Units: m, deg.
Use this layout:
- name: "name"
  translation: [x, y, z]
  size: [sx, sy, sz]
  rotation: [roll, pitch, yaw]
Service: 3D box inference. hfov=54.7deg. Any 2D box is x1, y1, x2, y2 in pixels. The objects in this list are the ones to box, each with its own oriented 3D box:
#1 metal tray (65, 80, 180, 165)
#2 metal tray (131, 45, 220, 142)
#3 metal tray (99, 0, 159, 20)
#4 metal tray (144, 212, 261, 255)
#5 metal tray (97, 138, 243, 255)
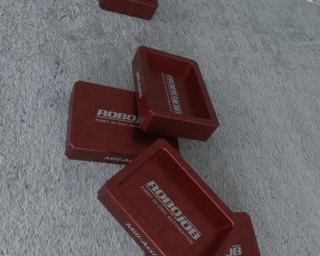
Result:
- name: "metal tray"
  translation: [-0.043, -0.002, 0.378]
  size: [0.131, 0.030, 0.090]
  rotation: [9, 58, -23]
- name: "metal tray"
  translation: [0.016, -0.047, 0.397]
  size: [0.091, 0.030, 0.130]
  rotation: [10, 45, -23]
- name: "metal tray"
  translation: [-0.058, -0.246, 0.518]
  size: [0.091, 0.030, 0.130]
  rotation: [4, 60, -26]
- name: "metal tray"
  translation: [0.050, 0.143, 0.340]
  size: [0.131, 0.030, 0.090]
  rotation: [5, 60, -26]
- name: "metal tray"
  translation: [0.013, 0.084, 0.316]
  size: [0.130, 0.030, 0.091]
  rotation: [47, 51, 5]
